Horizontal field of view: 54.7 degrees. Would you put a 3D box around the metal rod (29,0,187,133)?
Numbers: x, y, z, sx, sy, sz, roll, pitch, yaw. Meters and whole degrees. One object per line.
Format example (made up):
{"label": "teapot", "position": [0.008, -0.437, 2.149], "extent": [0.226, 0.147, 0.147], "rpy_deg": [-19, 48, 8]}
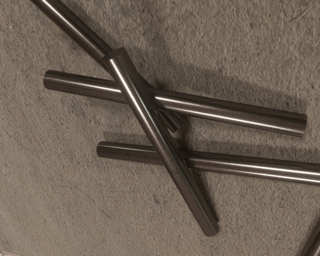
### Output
{"label": "metal rod", "position": [-0.085, -0.104, 0.385], "extent": [0.300, 0.025, 0.025], "rpy_deg": [43, 129, -2]}

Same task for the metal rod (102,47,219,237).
{"label": "metal rod", "position": [0.015, 0.039, 0.381], "extent": [0.025, 0.025, 0.299], "rpy_deg": [-7, 128, 31]}

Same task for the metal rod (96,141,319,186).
{"label": "metal rod", "position": [0.047, 0.042, 0.407], "extent": [0.301, 0.025, 0.025], "rpy_deg": [4, 120, 25]}

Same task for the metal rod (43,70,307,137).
{"label": "metal rod", "position": [0.006, -0.031, 0.356], "extent": [0.301, 0.025, 0.025], "rpy_deg": [11, 124, 12]}

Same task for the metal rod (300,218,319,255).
{"label": "metal rod", "position": [0.206, 0.084, 0.350], "extent": [0.025, 0.025, 0.298], "rpy_deg": [17, 125, 18]}
